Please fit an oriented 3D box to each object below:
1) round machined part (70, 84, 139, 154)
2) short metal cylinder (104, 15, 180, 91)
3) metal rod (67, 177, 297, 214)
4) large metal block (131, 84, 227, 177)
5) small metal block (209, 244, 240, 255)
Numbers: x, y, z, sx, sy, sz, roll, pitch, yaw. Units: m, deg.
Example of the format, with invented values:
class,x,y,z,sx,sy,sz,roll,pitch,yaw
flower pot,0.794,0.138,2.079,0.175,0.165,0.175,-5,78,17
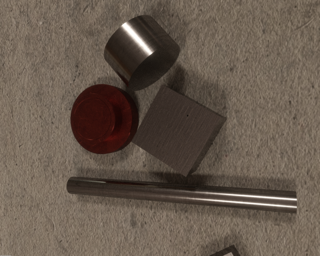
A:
class,x,y,z,sx,sy,sz,roll,pitch,yaw
round machined part,-0.083,-0.012,0.428,0.098,0.042,0.097,0,90,19
short metal cylinder,-0.022,-0.092,0.387,0.080,0.080,0.050,-43,77,15
metal rod,0.013,0.084,0.403,0.301,0.025,0.025,0,90,19
large metal block,0.025,0.002,0.386,0.080,0.050,0.080,32,100,17
small metal block,0.081,0.181,0.380,0.050,0.025,0.050,-33,80,16
